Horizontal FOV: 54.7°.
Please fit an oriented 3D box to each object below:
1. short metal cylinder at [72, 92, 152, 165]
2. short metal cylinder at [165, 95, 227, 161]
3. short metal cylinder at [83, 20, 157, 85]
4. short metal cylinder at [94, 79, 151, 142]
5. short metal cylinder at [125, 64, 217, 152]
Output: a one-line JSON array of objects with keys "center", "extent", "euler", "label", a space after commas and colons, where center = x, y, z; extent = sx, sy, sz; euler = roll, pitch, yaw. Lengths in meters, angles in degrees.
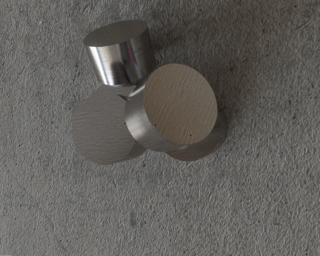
[{"center": [-0.053, 0.000, 0.361], "extent": [0.080, 0.050, 0.079], "euler": [0, 90, 19], "label": "short metal cylinder"}, {"center": [0.039, -0.001, 0.382], "extent": [0.080, 0.050, 0.079], "euler": [0, 90, 19], "label": "short metal cylinder"}, {"center": [-0.049, -0.097, 0.390], "extent": [0.080, 0.080, 0.050], "euler": [0, 129, 19], "label": "short metal cylinder"}, {"center": [-0.046, -0.022, 0.412], "extent": [0.080, 0.050, 0.079], "euler": [0, 90, 19], "label": "short metal cylinder"}, {"center": [0.010, -0.019, 0.316], "extent": [0.050, 0.081, 0.080], "euler": [-26, 79, 61], "label": "short metal cylinder"}]
